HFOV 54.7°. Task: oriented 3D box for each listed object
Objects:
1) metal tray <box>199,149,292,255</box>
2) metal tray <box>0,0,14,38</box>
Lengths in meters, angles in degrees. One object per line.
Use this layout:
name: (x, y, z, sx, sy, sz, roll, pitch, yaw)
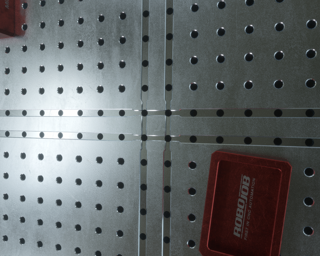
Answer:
metal tray: (0.102, 0.096, 0.373, 0.090, 0.030, 0.129, 8, 93, 19)
metal tray: (-0.287, -0.214, 0.508, 0.090, 0.030, 0.129, -1, 90, 19)
